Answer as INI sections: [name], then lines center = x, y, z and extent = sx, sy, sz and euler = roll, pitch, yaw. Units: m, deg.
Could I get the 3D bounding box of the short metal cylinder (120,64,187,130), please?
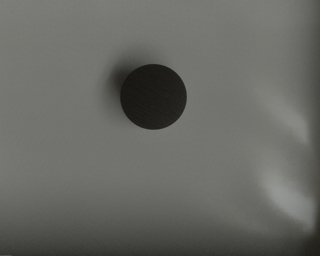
[short metal cylinder]
center = -0.008, -0.038, 0.399
extent = 0.081, 0.050, 0.079
euler = 0, 90, -1
